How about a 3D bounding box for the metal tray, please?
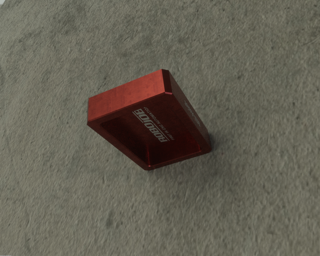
[{"bbox_3d":[-0.006,0.000,0.341,0.090,0.130,0.030,-19,55,17],"label":"metal tray"}]
